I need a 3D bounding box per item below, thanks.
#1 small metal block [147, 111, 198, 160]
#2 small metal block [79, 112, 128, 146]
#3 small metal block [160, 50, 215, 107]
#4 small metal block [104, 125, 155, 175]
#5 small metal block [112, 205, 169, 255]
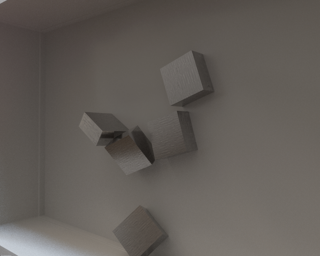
[{"bbox_3d":[0.015,0.010,0.393,0.050,0.025,0.050,-20,77,38],"label":"small metal block"},{"bbox_3d":[-0.082,0.001,0.454,0.050,0.050,0.025,41,115,34],"label":"small metal block"},{"bbox_3d":[0.033,-0.059,0.378,0.050,0.025,0.050,-24,75,37],"label":"small metal block"},{"bbox_3d":[-0.038,0.031,0.422,0.050,0.025,0.050,-27,106,36],"label":"small metal block"},{"bbox_3d":[-0.026,0.141,0.412,0.050,0.025,0.050,-43,59,-4],"label":"small metal block"}]
